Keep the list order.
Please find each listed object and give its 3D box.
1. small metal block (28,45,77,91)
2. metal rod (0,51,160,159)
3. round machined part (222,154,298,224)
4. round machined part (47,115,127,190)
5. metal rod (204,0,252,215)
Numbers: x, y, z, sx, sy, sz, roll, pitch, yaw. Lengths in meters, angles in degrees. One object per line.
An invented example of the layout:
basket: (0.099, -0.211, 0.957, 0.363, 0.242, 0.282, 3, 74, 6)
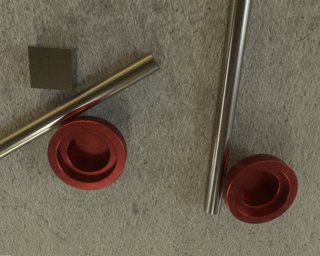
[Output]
small metal block: (-0.131, -0.075, 0.381, 0.050, 0.025, 0.050, 4, 110, -2)
metal rod: (-0.137, -0.013, 0.403, 0.301, 0.025, 0.025, -28, 108, 9)
round machined part: (0.133, 0.079, 0.427, 0.099, 0.042, 0.097, -3, 111, -7)
round machined part: (-0.093, 0.029, 0.411, 0.099, 0.042, 0.097, 0, 110, 0)
metal rod: (0.085, -0.020, 0.403, 0.025, 0.025, 0.298, 3, 110, -1)
